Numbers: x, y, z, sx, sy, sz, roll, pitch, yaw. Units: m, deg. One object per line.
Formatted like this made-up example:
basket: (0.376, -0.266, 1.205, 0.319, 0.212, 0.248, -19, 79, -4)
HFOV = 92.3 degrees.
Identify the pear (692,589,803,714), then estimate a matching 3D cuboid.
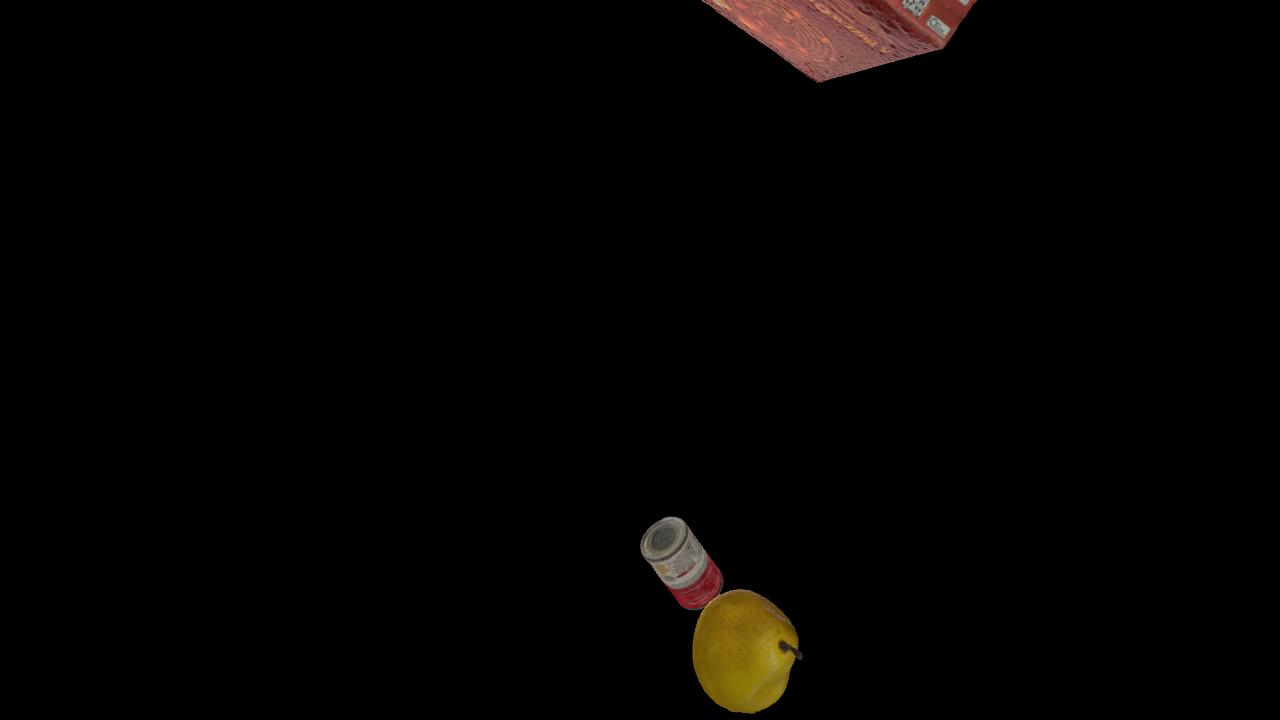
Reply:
pear: (0.080, 0.194, 0.424, 0.080, 0.080, 0.111, 0, -36, -20)

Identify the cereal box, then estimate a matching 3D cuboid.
cereal box: (0.173, -0.380, 0.620, 0.203, 0.081, 0.306, 29, 15, -13)

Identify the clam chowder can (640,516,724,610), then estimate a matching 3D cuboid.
clam chowder can: (0.052, 0.254, 0.771, 0.068, 0.102, 0.068, -26, 27, 14)
